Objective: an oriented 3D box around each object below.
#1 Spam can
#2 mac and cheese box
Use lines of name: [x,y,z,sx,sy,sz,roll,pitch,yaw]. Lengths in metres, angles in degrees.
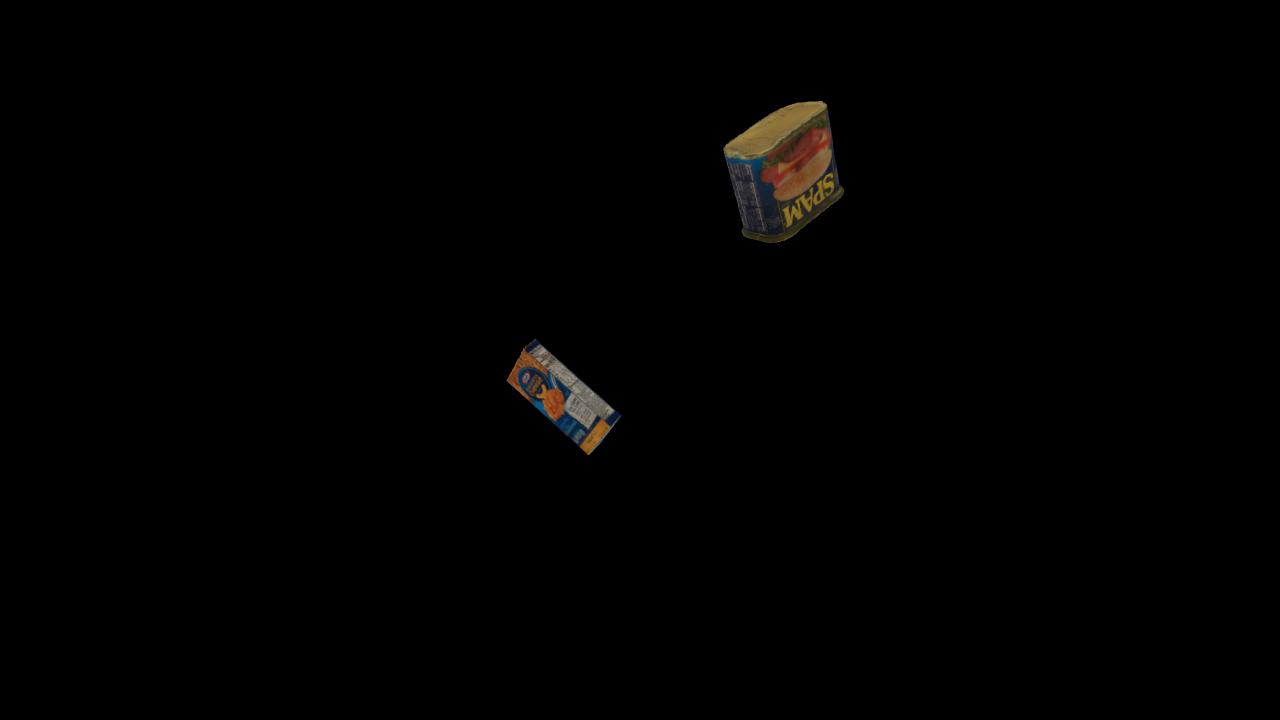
Spam can: [0.128,-0.168,0.548,0.101,0.085,0.058,-39,38,-20]
mac and cheese box: [-0.124,0.061,0.985,0.041,0.184,0.093,-45,-7,-46]
